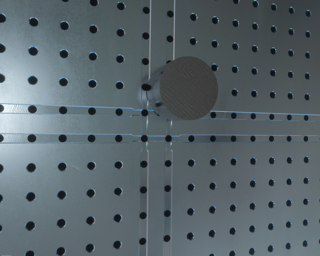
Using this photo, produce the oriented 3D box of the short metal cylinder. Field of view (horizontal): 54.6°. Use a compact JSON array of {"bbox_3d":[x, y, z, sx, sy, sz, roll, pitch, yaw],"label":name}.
[{"bbox_3d":[0.029,-0.050,0.410,0.081,0.050,0.080,0,90,-20],"label":"short metal cylinder"}]
